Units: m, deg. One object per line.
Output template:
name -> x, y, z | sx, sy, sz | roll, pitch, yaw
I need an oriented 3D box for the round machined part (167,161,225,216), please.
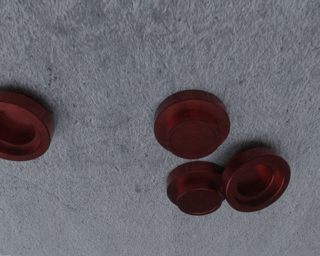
round machined part -> 0.060, 0.100, 0.481 | 0.099, 0.042, 0.097 | 0, 130, 0

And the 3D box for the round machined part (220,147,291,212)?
round machined part -> 0.131, 0.069, 0.443 | 0.099, 0.042, 0.097 | -7, 119, -13

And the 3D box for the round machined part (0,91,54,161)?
round machined part -> -0.183, -0.007, 0.389 | 0.099, 0.042, 0.097 | 0, 130, 0

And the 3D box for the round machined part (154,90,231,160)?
round machined part -> 0.041, 0.003, 0.399 | 0.099, 0.042, 0.097 | 0, 130, 0
